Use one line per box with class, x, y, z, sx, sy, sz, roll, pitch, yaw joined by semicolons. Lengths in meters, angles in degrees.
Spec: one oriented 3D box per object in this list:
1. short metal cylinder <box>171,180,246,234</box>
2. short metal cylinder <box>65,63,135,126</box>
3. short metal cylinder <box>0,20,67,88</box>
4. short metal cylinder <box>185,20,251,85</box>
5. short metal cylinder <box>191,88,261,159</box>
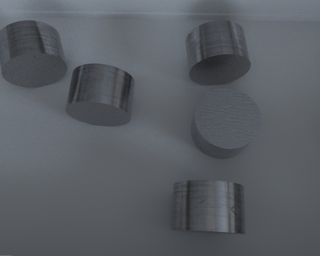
short metal cylinder;0.054;0.091;0.347;0.080;0.080;0.050;3;70;1
short metal cylinder;-0.074;-0.039;0.394;0.080;0.080;0.050;4;70;1
short metal cylinder;-0.170;-0.096;0.414;0.081;0.080;0.050;-16;71;-6
short metal cylinder;0.077;-0.098;0.417;0.081;0.080;0.050;-4;70;-2
short metal cylinder;0.082;-0.005;0.398;0.081;0.050;0.080;0;70;0
